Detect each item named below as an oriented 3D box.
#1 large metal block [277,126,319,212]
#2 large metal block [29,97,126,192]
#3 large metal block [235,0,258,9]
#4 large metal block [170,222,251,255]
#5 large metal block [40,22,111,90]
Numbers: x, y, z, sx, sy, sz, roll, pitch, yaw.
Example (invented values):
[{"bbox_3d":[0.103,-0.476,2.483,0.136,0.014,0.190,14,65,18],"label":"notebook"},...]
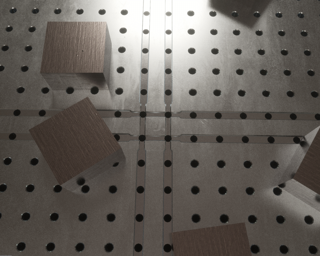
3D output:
[{"bbox_3d":[0.207,0.056,0.381,0.080,0.050,0.080,32,73,10],"label":"large metal block"},{"bbox_3d":[-0.101,0.021,0.390,0.080,0.050,0.080,-32,73,-11],"label":"large metal block"},{"bbox_3d":[0.136,-0.252,0.492,0.080,0.050,0.080,32,73,11],"label":"large metal block"},{"bbox_3d":[0.057,0.153,0.343,0.081,0.050,0.080,-7,70,-3],"label":"large metal block"},{"bbox_3d":[-0.114,-0.100,0.434,0.081,0.050,0.080,0,70,-1],"label":"large metal block"}]
